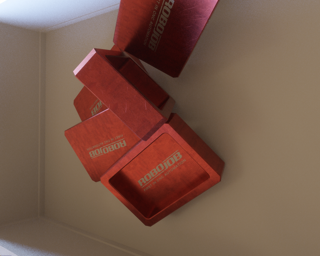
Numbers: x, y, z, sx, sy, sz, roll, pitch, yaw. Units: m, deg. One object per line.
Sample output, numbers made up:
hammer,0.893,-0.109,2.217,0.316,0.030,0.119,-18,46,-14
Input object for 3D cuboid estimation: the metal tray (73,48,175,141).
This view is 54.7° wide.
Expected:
metal tray,-0.029,-0.041,0.334,0.090,0.130,0.030,44,103,-4

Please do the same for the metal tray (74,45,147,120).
metal tray,-0.071,-0.046,0.460,0.129,0.030,0.090,-45,63,30

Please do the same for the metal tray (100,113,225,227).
metal tray,0.000,0.054,0.373,0.090,0.030,0.129,46,120,-5

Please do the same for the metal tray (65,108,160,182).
metal tray,-0.066,0.020,0.433,0.130,0.030,0.090,-22,102,37

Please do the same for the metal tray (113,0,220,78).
metal tray,0.004,-0.119,0.330,0.090,0.030,0.129,29,150,-1
